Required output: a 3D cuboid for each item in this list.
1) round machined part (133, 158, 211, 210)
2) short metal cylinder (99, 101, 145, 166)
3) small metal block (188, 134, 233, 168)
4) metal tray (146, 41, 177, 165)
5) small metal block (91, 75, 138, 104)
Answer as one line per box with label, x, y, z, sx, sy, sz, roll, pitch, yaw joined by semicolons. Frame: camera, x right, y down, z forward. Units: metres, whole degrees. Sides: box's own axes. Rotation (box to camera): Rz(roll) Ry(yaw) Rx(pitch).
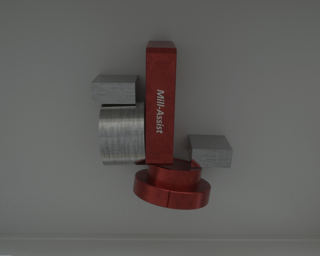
round machined part;0.017;0.066;0.398;0.099;0.098;0.042;8;97;-4
short metal cylinder;-0.043;0.006;0.384;0.050;0.080;0.079;-1;110;0
small metal block;0.065;0.030;0.410;0.050;0.050;0.025;2;110;-1
metal tray;0.000;-0.032;0.364;0.030;0.090;0.129;1;110;-1
small metal block;-0.054;-0.048;0.379;0.050;0.050;0.025;0;110;-1
